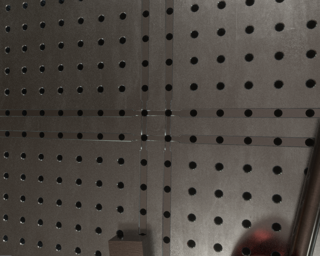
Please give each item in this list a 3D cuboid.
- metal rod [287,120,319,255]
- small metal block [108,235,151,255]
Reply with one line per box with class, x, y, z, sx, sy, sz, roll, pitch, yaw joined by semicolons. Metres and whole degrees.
metal rod;0.162;0.137;0.355;0.025;0.025;0.298;13;94;19
small metal block;-0.040;0.176;0.426;0.050;0.025;0.050;-7;88;19
